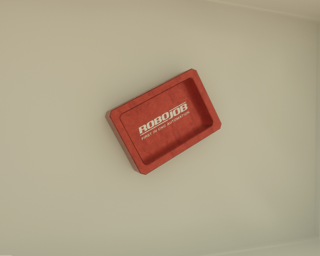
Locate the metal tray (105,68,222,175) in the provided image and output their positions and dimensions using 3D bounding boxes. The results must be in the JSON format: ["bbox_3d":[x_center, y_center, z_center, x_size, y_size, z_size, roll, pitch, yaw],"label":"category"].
[{"bbox_3d":[0.007,-0.010,0.407,0.131,0.030,0.090,-30,100,-18],"label":"metal tray"}]
